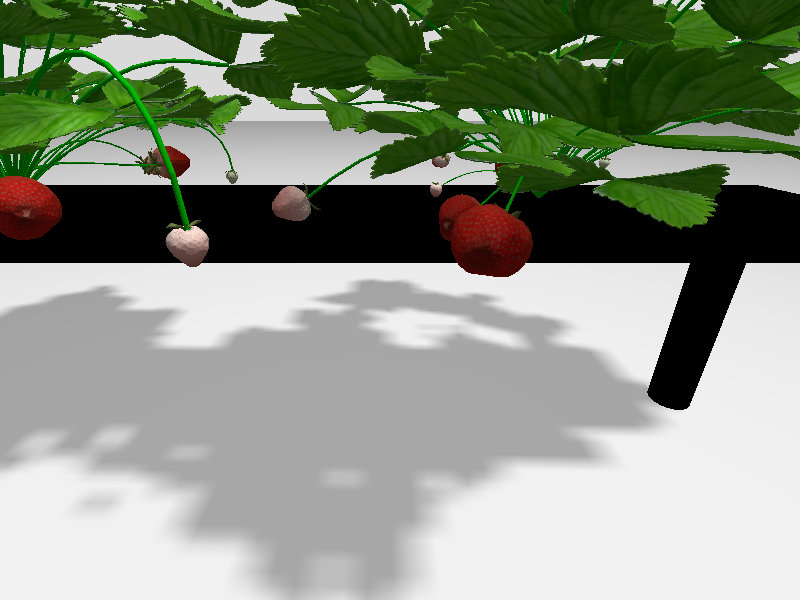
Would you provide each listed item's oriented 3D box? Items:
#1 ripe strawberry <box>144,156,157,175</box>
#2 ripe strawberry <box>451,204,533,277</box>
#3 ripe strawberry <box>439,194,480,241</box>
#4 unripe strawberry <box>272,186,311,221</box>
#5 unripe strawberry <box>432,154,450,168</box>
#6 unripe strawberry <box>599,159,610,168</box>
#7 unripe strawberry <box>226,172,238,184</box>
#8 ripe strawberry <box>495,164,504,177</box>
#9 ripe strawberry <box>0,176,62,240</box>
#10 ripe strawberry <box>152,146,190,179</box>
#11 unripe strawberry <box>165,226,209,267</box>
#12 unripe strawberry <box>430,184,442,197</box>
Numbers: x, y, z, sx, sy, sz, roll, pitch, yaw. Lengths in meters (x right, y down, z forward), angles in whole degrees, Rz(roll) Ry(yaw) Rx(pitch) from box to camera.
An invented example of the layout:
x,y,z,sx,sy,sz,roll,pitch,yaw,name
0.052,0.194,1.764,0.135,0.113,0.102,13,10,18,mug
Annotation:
x,y,z,sx,sy,sz,roll,pitch,yaw,name
-0.275,-0.154,0.453,0.027,0.023,0.027,11,27,22,ripe strawberry
0.039,-0.025,0.175,0.036,0.031,0.036,11,28,22,ripe strawberry
0.033,-0.045,0.228,0.026,0.027,0.028,17,31,31,ripe strawberry
-0.073,-0.063,0.264,0.024,0.023,0.026,-21,31,-16,unripe strawberry
0.051,-0.175,0.503,0.023,0.020,0.021,-9,-8,-19,unripe strawberry
0.232,-0.155,0.455,0.011,0.011,0.010,21,33,37,unripe strawberry
-0.166,-0.121,0.398,0.011,0.012,0.011,-9,27,-18,unripe strawberry
0.114,-0.140,0.418,0.032,0.034,0.035,-2,25,-3,ripe strawberry
-0.220,-0.053,0.234,0.035,0.037,0.037,-22,34,-38,ripe strawberry
-0.244,-0.148,0.430,0.037,0.033,0.034,20,31,35,ripe strawberry
-0.103,-0.026,0.196,0.019,0.020,0.018,17,31,32,unripe strawberry
0.032,-0.097,0.355,0.011,0.011,0.011,3,26,7,unripe strawberry
